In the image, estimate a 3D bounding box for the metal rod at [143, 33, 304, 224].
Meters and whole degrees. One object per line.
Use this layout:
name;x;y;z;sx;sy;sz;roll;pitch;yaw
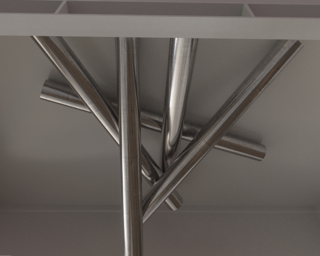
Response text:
metal rod;0.053;0.017;0.374;0.025;0.025;0.299;32;108;-24

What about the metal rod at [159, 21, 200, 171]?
metal rod;0.014;0.009;0.378;0.025;0.025;0.298;2;142;-2

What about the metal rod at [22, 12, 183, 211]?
metal rod;-0.050;0.002;0.374;0.025;0.025;0.299;-23;122;18

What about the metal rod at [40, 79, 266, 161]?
metal rod;0.002;-0.005;0.404;0.302;0.025;0.025;16;128;-14

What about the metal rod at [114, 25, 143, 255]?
metal rod;-0.034;0.036;0.362;0.025;0.025;0.298;0;106;0
